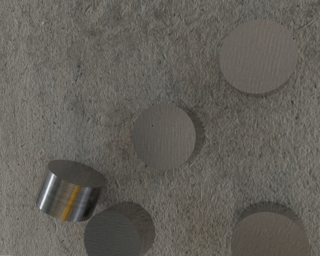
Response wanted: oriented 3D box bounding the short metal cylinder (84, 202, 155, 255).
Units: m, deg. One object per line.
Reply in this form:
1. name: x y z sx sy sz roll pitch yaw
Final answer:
1. short metal cylinder: -0.053 0.144 0.414 0.080 0.050 0.080 0 90 20

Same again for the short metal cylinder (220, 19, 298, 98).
1. short metal cylinder: 0.113 -0.077 0.356 0.080 0.050 0.080 0 90 20

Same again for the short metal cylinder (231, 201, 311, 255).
1. short metal cylinder: 0.124 0.129 0.352 0.080 0.050 0.080 0 90 20

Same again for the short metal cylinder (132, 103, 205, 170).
1. short metal cylinder: 0.012 0.010 0.391 0.080 0.050 0.080 0 90 20

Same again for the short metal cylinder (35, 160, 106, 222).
1. short metal cylinder: -0.121 0.083 0.422 0.080 0.080 0.050 25 99 18
